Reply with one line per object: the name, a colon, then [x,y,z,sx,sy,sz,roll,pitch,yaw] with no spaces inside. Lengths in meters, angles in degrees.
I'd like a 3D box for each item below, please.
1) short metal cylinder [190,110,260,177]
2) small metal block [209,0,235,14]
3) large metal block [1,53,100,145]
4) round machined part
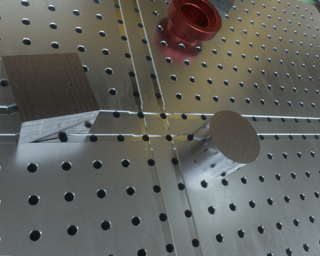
short metal cylinder: [0.089,0.022,0.429,0.081,0.050,0.080,14,56,-21]
small metal block: [0.130,-0.276,0.649,0.050,0.025,0.050,27,52,-12]
large metal block: [-0.125,-0.035,0.347,0.081,0.050,0.080,-12,68,-34]
round machined part: [0.056,-0.191,0.546,0.099,0.042,0.098,14,56,-21]
